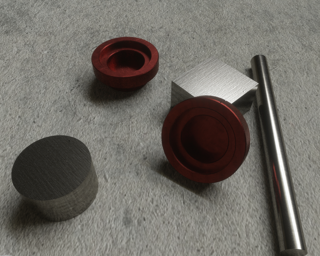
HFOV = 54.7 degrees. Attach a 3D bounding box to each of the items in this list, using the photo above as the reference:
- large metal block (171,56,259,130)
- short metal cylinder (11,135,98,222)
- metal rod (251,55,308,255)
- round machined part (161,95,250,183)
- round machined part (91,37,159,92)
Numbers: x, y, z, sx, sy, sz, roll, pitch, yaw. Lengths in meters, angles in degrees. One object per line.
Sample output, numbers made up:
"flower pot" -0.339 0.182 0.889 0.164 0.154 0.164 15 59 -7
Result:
"large metal block" 0.072 -0.044 0.425 0.080 0.050 0.080 -35 58 -26
"short metal cylinder" -0.112 0.055 0.340 0.081 0.050 0.080 0 50 0
"metal rod" 0.144 0.008 0.397 0.025 0.025 0.300 4 50 3
"round machined part" 0.055 0.011 0.358 0.098 0.097 0.042 26 22 20
"round machined part" -0.051 -0.093 0.470 0.099 0.042 0.098 0 50 0
